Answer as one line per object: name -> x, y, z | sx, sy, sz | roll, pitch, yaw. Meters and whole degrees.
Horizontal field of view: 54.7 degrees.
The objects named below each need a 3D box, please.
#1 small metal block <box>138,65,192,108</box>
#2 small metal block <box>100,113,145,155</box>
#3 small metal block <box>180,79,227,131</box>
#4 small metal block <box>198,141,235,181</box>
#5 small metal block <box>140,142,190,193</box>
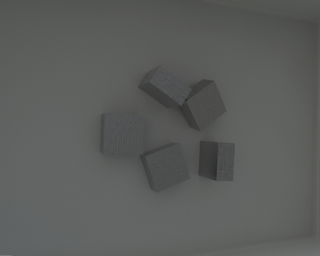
small metal block -> 0.005, -0.052, 0.400 | 0.050, 0.050, 0.025 | 35, 79, -17
small metal block -> -0.048, 0.008, 0.394 | 0.050, 0.025, 0.050 | 2, 89, -21
small metal block -> 0.058, -0.032, 0.427 | 0.050, 0.025, 0.050 | -37, 118, -17
small metal block -> 0.077, 0.044, 0.427 | 0.025, 0.050, 0.050 | 4, 89, -20
small metal block -> 0.007, 0.051, 0.414 | 0.050, 0.025, 0.050 | -19, 97, -19
